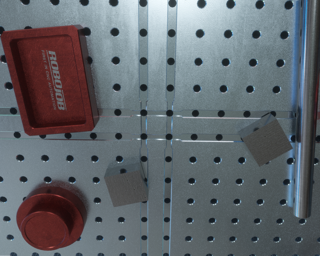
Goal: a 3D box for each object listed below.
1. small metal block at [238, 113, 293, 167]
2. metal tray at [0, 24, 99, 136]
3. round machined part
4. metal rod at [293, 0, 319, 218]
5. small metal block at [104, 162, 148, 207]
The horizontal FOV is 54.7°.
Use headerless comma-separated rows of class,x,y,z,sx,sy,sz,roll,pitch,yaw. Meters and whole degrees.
small metal block,0.142,0.016,0.420,0.050,0.025,0.050,-32,107,11
metal tray,-0.133,-0.058,0.387,0.091,0.030,0.129,-5,110,1
round machined part,-0.162,0.139,0.454,0.099,0.042,0.097,0,110,0
metal rod,0.194,-0.012,0.410,0.025,0.025,0.298,-6,110,2
small metal block,-0.047,0.081,0.443,0.050,0.025,0.050,-12,110,4
